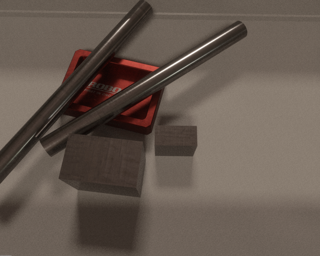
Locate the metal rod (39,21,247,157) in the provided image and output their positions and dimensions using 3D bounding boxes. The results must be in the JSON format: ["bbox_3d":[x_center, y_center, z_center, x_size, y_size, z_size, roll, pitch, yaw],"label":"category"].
[{"bbox_3d":[-0.012,-0.056,0.397,0.301,0.025,0.025,-33,74,-12],"label":"metal rod"}]

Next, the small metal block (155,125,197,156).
[{"bbox_3d":[0.019,0.017,0.390,0.050,0.050,0.025,1,70,0],"label":"small metal block"}]

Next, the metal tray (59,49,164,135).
[{"bbox_3d":[-0.064,-0.050,0.424,0.131,0.030,0.090,14,70,4],"label":"metal tray"}]

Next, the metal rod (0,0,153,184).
[{"bbox_3d":[-0.107,-0.057,0.396,0.025,0.025,0.300,34,73,11],"label":"metal rod"}]

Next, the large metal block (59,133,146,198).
[{"bbox_3d":[-0.061,0.047,0.363,0.080,0.080,0.050,6,70,2],"label":"large metal block"}]
